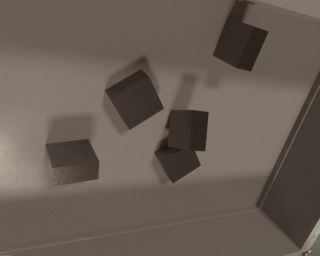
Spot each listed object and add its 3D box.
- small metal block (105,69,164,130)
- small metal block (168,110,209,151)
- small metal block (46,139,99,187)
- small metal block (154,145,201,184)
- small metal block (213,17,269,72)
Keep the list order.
[{"bbox_3d":[-0.030,-0.034,0.373,0.050,0.025,0.050,-32,129,-8],"label":"small metal block"},{"bbox_3d":[0.036,0.002,0.405,0.025,0.050,0.050,5,90,-31],"label":"small metal block"},{"bbox_3d":[-0.103,0.039,0.361,0.050,0.050,0.025,-6,121,-26],"label":"small metal block"},{"bbox_3d":[0.026,0.046,0.453,0.050,0.025,0.050,-32,129,-8],"label":"small metal block"},{"bbox_3d":[0.098,-0.104,0.384,0.025,0.050,0.050,5,116,-31],"label":"small metal block"}]
